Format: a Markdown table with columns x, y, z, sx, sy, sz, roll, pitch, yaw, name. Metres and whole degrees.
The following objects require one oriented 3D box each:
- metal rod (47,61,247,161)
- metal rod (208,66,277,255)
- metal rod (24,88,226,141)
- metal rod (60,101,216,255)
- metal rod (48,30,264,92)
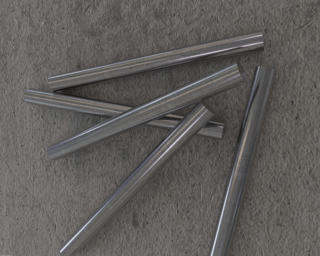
| x | y | z | sx | sy | sz | roll | pitch | yaw | name |
| --- | --- | --- | --- | --- | --- | --- | --- | --- | --- |
| -0.037 | -0.011 | 0.394 | 0.300 | 0.025 | 0.025 | -21 | 83 | 29 | metal rod |
| 0.091 | 0.075 | 0.376 | 0.025 | 0.025 | 0.298 | 15 | 95 | 19 | metal rod |
| -0.061 | -0.023 | 0.430 | 0.301 | 0.025 | 0.025 | 11 | 94 | 19 | metal rod |
| -0.040 | 0.079 | 0.407 | 0.025 | 0.025 | 0.299 | 48 | 110 | 13 | metal rod |
| -0.019 | -0.085 | 0.415 | 0.301 | 0.025 | 0.025 | -7 | 88 | 19 | metal rod |
